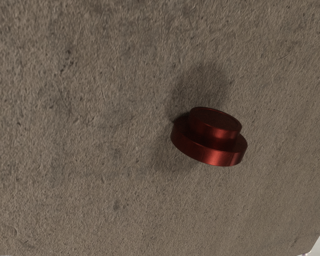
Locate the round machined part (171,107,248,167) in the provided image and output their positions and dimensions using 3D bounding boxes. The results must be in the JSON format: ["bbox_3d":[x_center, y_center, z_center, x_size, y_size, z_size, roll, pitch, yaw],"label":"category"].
[{"bbox_3d":[0.066,0.005,0.401,0.099,0.098,0.042,1,118,-29],"label":"round machined part"}]
